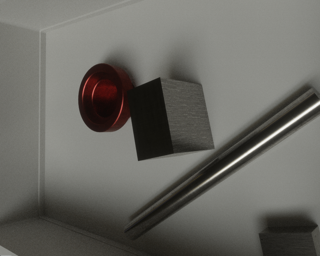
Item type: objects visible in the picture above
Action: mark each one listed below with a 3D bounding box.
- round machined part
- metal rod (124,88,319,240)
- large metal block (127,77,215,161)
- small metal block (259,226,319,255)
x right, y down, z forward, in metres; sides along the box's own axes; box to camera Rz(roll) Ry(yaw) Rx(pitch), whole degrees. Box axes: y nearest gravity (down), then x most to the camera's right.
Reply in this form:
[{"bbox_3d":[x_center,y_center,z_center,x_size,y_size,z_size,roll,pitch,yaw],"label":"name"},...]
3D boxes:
[{"bbox_3d":[-0.073,-0.043,0.453,0.098,0.042,0.097,0,90,39],"label":"round machined part"},{"bbox_3d":[0.054,0.059,0.360,0.299,0.025,0.025,-43,65,31],"label":"metal rod"},{"bbox_3d":[0.014,-0.008,0.358,0.050,0.081,0.080,-16,80,38],"label":"large metal block"},{"bbox_3d":[0.130,0.124,0.299,0.050,0.025,0.050,-17,80,38],"label":"small metal block"}]
